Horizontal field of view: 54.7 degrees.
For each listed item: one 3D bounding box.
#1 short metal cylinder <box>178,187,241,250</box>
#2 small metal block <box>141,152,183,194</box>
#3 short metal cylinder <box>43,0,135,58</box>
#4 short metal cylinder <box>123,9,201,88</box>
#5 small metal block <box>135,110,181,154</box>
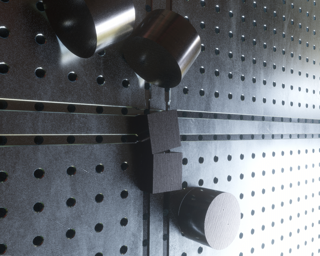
[{"bbox_3d":[0.074,0.131,0.455,0.081,0.050,0.079,0,90,-40],"label":"short metal cylinder"},{"bbox_3d":[0.003,0.057,0.412,0.050,0.025,0.050,2,89,-40],"label":"small metal block"},{"bbox_3d":[-0.072,-0.118,0.313,0.050,0.080,0.080,-39,114,-33],"label":"short metal cylinder"},{"bbox_3d":[0.002,-0.094,0.375,0.080,0.080,0.050,48,62,-30],"label":"short metal cylinder"},{"bbox_3d":[-0.002,0.004,0.408,0.050,0.025,0.050,-12,98,-39],"label":"small metal block"}]
